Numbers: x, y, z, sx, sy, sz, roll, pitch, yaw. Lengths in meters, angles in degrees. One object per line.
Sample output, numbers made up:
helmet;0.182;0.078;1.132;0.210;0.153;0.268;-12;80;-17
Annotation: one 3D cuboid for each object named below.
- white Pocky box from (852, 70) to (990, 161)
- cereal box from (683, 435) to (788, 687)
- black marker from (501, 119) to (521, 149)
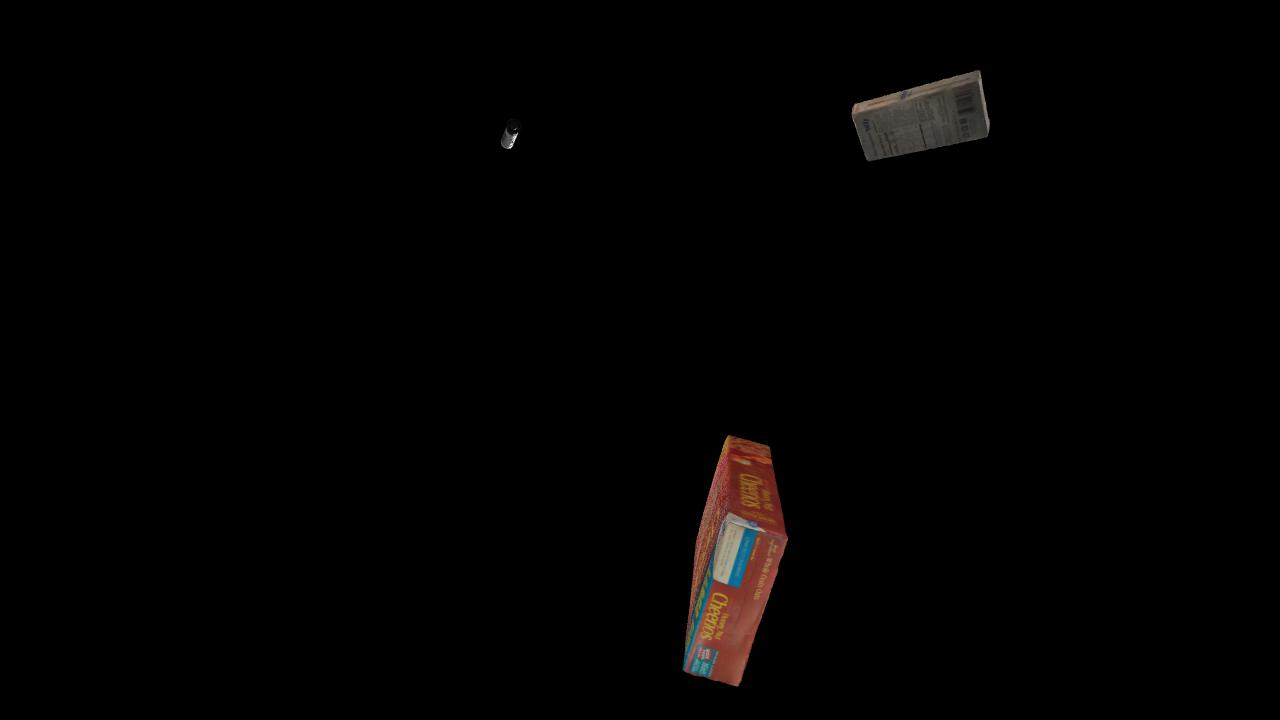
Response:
white Pocky box;0.368;-0.316;0.810;0.154;0.028;0.084;-1;-36;38
cereal box;0.125;0.248;0.836;0.081;0.203;0.306;15;14;6
black marker;-0.178;-0.311;0.848;0.020;0.020;0.121;0;9;-17
